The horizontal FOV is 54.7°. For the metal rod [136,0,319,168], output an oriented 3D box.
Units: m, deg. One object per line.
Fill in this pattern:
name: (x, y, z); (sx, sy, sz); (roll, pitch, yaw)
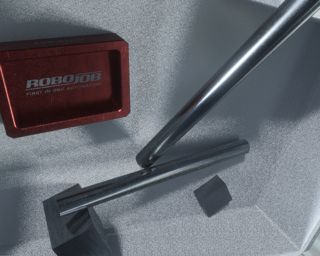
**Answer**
metal rod: (0.055, -0.036, 0.330); (0.025, 0.025, 0.298); (9, 142, -33)

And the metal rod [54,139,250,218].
metal rod: (0.010, 0.060, 0.430); (0.303, 0.025, 0.025); (-13, 125, -30)

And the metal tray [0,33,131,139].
metal tray: (-0.098, -0.046, 0.323); (0.131, 0.030, 0.089); (-12, 124, -22)

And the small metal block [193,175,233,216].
small metal block: (0.092, 0.117, 0.534); (0.050, 0.025, 0.050); (-34, 129, -6)

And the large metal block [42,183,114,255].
large metal block: (-0.104, 0.134, 0.400); (0.050, 0.080, 0.080); (-27, 128, -12)
